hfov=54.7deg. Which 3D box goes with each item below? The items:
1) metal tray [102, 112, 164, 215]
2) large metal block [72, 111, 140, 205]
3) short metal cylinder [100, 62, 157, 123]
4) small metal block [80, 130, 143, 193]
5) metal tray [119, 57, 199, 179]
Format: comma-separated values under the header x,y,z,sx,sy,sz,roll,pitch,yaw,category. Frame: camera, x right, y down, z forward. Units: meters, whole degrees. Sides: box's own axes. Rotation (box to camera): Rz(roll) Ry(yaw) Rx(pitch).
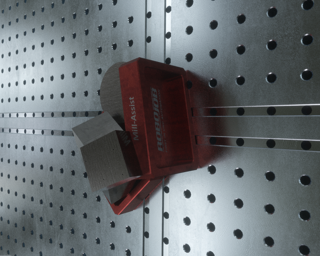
x,y,z,sx,sy,sz,roll,pitch,yaw,category
-0.061,0.047,0.452,0.090,0.030,0.130,-50,61,28,metal tray
-0.066,0.039,0.405,0.080,0.050,0.080,47,153,29,large metal block
-0.036,-0.046,0.420,0.080,0.050,0.079,0,90,39,short metal cylinder
-0.052,0.035,0.327,0.050,0.025,0.050,-25,74,25,small metal block
0.001,-0.010,0.364,0.030,0.091,0.129,-12,83,39,metal tray
